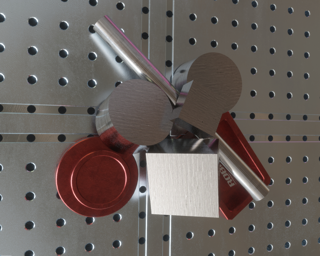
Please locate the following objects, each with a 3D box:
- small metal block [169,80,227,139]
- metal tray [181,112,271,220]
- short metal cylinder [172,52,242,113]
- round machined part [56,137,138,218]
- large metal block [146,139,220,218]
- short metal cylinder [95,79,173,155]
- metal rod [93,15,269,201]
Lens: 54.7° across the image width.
[{"bbox_3d":[0.046,-0.021,0.370,0.050,0.025,0.050,28,73,-18],"label":"small metal block"},{"bbox_3d":[0.089,0.052,0.439,0.090,0.030,0.130,-38,102,-16],"label":"metal tray"},{"bbox_3d":[0.062,-0.057,0.419,0.081,0.050,0.079,0,90,-20],"label":"short metal cylinder"},{"bbox_3d":[-0.073,0.059,0.372,0.099,0.042,0.097,0,90,-20],"label":"round machined part"},{"bbox_3d":[0.031,0.059,0.379,0.080,0.050,0.079,0,107,13],"label":"large metal block"},{"bbox_3d":[-0.031,-0.012,0.372,0.081,0.050,0.080,9,70,-26],"label":"short metal cylinder"},{"bbox_3d":[0.030,-0.022,0.394,0.300,0.025,0.025,46,75,-5],"label":"metal rod"}]
